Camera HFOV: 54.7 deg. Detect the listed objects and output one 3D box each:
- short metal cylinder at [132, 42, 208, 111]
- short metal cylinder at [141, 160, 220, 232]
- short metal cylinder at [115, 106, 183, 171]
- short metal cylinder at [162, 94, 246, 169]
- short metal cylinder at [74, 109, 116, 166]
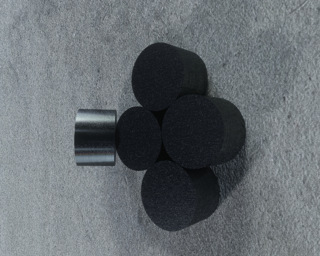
[{"bbox_3d":[0.011,-0.060,0.381,0.080,0.050,0.080,0,90,40],"label":"short metal cylinder"},{"bbox_3d":[0.024,0.077,0.371,0.080,0.050,0.080,0,90,40],"label":"short metal cylinder"},{"bbox_3d":[-0.013,0.013,0.401,0.080,0.050,0.080,0,90,40],"label":"short metal cylinder"},{"bbox_3d":[0.049,0.004,0.350,0.080,0.050,0.080,0,90,40],"label":"short metal cylinder"},{"bbox_3d":[-0.088,0.014,0.436,0.080,0.050,0.080,-177,88,-84],"label":"short metal cylinder"}]
